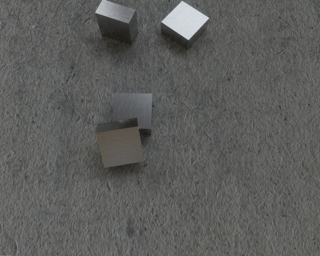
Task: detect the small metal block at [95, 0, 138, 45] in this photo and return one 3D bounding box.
[{"bbox_3d":[-0.061,-0.153,0.450,0.050,0.050,0.025,20,72,7],"label":"small metal block"}]

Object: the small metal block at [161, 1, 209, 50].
[{"bbox_3d":[0.037,-0.154,0.464,0.050,0.025,0.050,37,74,12],"label":"small metal block"}]

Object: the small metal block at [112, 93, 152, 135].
[{"bbox_3d":[-0.036,-0.019,0.415,0.050,0.025,0.050,1,70,0],"label":"small metal block"}]

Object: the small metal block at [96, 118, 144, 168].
[{"bbox_3d":[-0.049,0.018,0.386,0.050,0.050,0.025,-9,27,-4],"label":"small metal block"}]
